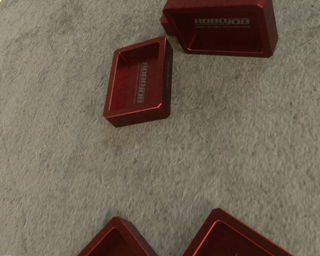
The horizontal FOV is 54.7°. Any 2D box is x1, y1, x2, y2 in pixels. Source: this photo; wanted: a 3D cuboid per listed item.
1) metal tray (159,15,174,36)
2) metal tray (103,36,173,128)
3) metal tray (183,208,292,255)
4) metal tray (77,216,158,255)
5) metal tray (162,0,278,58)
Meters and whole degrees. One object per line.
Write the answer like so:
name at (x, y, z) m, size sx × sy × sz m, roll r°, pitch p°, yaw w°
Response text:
metal tray at (0.074, -0.185, 0.474) m, size 0.130 × 0.030 × 0.090 m, roll 12°, pitch 67°, yaw 32°
metal tray at (-0.030, -0.069, 0.456) m, size 0.090 × 0.030 × 0.130 m, roll -10°, pitch 57°, yaw 22°
metal tray at (0.055, 0.151, 0.278) m, size 0.090 × 0.030 × 0.130 m, roll 28°, pitch 77°, yaw 37°
metal tray at (-0.060, 0.172, 0.325) m, size 0.130 × 0.030 × 0.090 m, roll -47°, pitch 52°, yaw -5°
metal tray at (0.078, -0.134, 0.402) m, size 0.130 × 0.090 × 0.030 m, roll 12°, pitch 68°, yaw 32°
